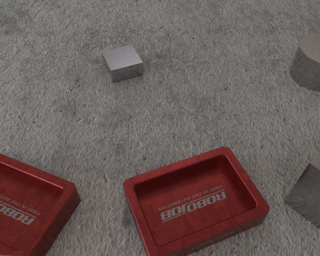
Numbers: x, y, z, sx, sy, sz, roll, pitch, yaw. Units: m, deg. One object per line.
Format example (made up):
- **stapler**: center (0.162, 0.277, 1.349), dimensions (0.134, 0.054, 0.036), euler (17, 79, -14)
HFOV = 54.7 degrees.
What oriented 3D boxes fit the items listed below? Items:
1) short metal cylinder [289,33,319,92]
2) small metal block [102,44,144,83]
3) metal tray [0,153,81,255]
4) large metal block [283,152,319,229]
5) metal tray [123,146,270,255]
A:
- **short metal cylinder**: center (0.247, -0.101, 0.474), dimensions (0.081, 0.050, 0.080), euler (0, 50, 0)
- **small metal block**: center (-0.059, -0.102, 0.489), dimensions (0.050, 0.025, 0.050), euler (-18, 52, -15)
- **metal tray**: center (-0.165, 0.081, 0.330), dimensions (0.130, 0.030, 0.090), euler (18, 52, 14)
- **large metal block**: center (0.186, 0.051, 0.326), dimensions (0.080, 0.080, 0.050), euler (-35, 59, -26)
- **metal tray**: center (0.036, 0.079, 0.333), dimensions (0.131, 0.030, 0.090), euler (-17, 52, -14)
